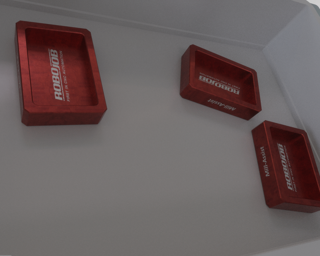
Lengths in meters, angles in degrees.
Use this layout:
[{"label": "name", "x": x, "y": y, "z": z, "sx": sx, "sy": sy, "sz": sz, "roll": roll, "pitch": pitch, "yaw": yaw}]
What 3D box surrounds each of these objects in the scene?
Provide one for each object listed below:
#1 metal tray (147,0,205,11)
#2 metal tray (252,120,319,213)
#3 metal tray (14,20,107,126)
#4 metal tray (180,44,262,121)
[{"label": "metal tray", "x": 0.046, "y": -0.240, "z": 0.511, "sx": 0.091, "sy": 0.130, "sz": 0.030, "roll": 0, "pitch": 86, "yaw": -28}, {"label": "metal tray", "x": 0.195, "y": 0.058, "z": 0.471, "sx": 0.091, "sy": 0.030, "sz": 0.130, "roll": 12, "pitch": 57, "yaw": -22}, {"label": "metal tray", "x": -0.122, "y": -0.067, "z": 0.376, "sx": 0.091, "sy": 0.030, "sz": 0.130, "roll": -2, "pitch": 63, "yaw": -29}, {"label": "metal tray", "x": 0.098, "y": -0.073, "z": 0.498, "sx": 0.131, "sy": 0.030, "sz": 0.090, "roll": 17, "pitch": 55, "yaw": -19}]
